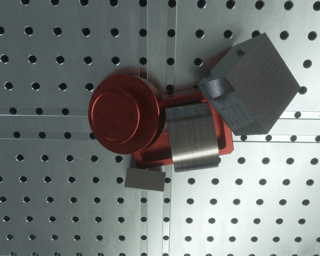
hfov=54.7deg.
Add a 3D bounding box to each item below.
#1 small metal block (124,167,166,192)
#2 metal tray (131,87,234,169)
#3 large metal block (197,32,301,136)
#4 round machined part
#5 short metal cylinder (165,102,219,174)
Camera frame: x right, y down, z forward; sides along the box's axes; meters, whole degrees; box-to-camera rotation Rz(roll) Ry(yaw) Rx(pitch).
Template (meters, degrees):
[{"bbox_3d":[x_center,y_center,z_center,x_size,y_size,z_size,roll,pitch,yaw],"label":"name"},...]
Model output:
[{"bbox_3d":[-0.020,0.072,0.420,0.050,0.050,0.025,8,76,-2],"label":"small metal block"},{"bbox_3d":[0.025,-0.001,0.408,0.131,0.030,0.089,-11,110,3],"label":"metal tray"},{"bbox_3d":[0.104,-0.048,0.358,0.080,0.050,0.080,-47,108,-23],"label":"large metal block"},{"bbox_3d":[-0.047,-0.016,0.374,0.098,0.042,0.097,2,96,22],"label":"round machined part"},{"bbox_3d":[0.037,0.011,0.371,0.050,0.080,0.079,-9,110,2],"label":"short metal cylinder"}]
